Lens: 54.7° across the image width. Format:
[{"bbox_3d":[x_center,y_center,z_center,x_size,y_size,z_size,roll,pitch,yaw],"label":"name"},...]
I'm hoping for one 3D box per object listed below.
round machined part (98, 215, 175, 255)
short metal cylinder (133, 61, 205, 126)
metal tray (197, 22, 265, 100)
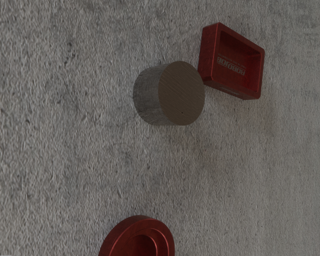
[{"bbox_3d":[-0.032,0.153,0.369,0.099,0.042,0.097,0,90,-40],"label":"round machined part"},{"bbox_3d":[0.012,-0.043,0.401,0.081,0.050,0.079,0,90,-40],"label":"short metal cylinder"},{"bbox_3d":[0.119,-0.103,0.503,0.131,0.030,0.090,13,82,-40],"label":"metal tray"}]
